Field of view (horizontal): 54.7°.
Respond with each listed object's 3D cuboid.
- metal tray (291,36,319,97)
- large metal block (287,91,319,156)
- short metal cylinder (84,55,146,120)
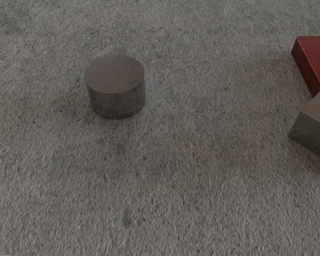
[{"bbox_3d":[0.270,-0.093,0.481,0.091,0.030,0.130,-1,50,-1],"label":"metal tray"},{"bbox_3d":[0.226,-0.004,0.392,0.080,0.050,0.080,-37,59,-27],"label":"large metal block"},{"bbox_3d":[-0.061,-0.058,0.435,0.081,0.050,0.080,0,50,0],"label":"short metal cylinder"}]
